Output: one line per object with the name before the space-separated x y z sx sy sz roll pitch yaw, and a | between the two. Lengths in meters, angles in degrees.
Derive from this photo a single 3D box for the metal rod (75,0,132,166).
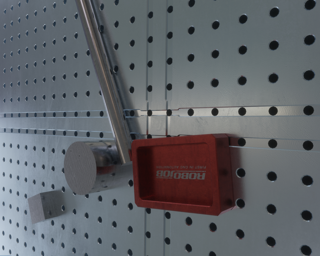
metal rod | -0.088 -0.087 0.481 0.025 0.025 0.299 -29 72 36

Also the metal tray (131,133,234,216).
metal tray | 0.023 0.056 0.387 0.130 0.030 0.089 -6 86 39

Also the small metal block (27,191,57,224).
small metal block | -0.227 0.153 0.597 0.050 0.025 0.050 -27 74 37

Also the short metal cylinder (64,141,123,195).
short metal cylinder | -0.104 0.059 0.479 0.080 0.050 0.079 0 90 40
